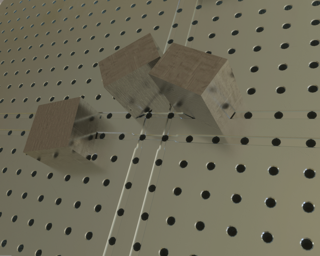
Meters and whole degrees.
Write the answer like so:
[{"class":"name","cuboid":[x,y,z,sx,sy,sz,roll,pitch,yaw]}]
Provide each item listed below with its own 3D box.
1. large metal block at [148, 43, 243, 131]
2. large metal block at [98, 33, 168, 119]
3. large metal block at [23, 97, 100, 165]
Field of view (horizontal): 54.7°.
[{"class":"large metal block","cuboid":[0.046,-0.050,0.379,0.080,0.080,0.050,29,78,37]},{"class":"large metal block","cuboid":[-0.025,-0.069,0.427,0.080,0.080,0.050,-27,53,11]},{"class":"large metal block","cuboid":[-0.144,0.006,0.462,0.080,0.050,0.080,-8,58,23]}]
